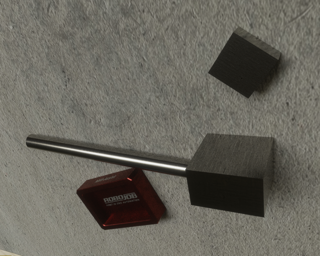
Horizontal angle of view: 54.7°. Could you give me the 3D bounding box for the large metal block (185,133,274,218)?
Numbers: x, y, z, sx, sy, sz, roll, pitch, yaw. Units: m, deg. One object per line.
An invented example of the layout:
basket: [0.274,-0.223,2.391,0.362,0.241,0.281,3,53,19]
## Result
large metal block: [0.084,0.050,0.357,0.080,0.080,0.050,3,120,26]

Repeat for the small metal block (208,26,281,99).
small metal block: [0.086,-0.067,0.319,0.050,0.025,0.050,34,129,5]

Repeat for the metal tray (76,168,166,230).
metal tray: [-0.066,0.120,0.510,0.130,0.030,0.090,-19,109,35]

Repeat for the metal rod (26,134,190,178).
metal rod: [-0.085,0.040,0.473,0.301,0.025,0.025,7,122,24]
